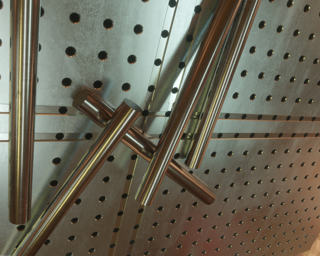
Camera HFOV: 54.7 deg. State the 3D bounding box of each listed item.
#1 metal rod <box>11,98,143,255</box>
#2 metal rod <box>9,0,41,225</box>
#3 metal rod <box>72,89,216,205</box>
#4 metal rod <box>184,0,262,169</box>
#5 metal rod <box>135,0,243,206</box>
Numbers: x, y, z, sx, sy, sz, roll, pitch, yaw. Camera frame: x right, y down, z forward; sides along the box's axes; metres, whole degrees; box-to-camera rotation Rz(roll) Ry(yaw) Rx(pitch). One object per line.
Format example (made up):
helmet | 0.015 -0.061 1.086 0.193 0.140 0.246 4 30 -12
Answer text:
metal rod | -0.118 0.088 0.383 0.025 0.025 0.299 25 110 -37
metal rod | -0.142 -0.020 0.321 0.025 0.025 0.298 -1 119 -28
metal rod | -0.002 0.044 0.438 0.025 0.025 0.300 -46 130 3
metal rod | 0.087 -0.075 0.414 0.025 0.025 0.298 1 118 -30
metal rod | 0.035 -0.036 0.388 0.025 0.025 0.298 15 104 -35
